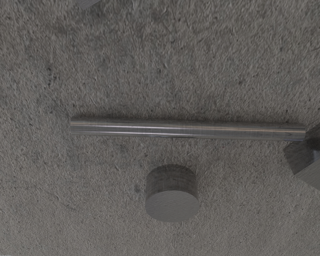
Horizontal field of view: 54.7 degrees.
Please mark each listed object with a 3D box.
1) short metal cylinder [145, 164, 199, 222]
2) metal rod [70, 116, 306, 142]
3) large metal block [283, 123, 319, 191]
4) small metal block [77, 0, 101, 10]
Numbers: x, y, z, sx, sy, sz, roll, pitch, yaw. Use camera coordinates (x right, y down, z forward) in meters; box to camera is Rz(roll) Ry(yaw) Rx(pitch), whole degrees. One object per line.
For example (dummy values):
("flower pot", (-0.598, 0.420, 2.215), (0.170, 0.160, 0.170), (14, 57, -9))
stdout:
("short metal cylinder", (0.018, 0.101, 0.477), (0.081, 0.050, 0.079), (0, 130, 0))
("metal rod", (0.038, 0.001, 0.408), (0.302, 0.025, 0.025), (2, 130, -2))
("large metal block", (0.235, 0.041, 0.428), (0.080, 0.050, 0.080), (29, 124, -23))
("small metal block", (-0.063, -0.146, 0.283), (0.050, 0.025, 0.050), (-22, 127, 17))
